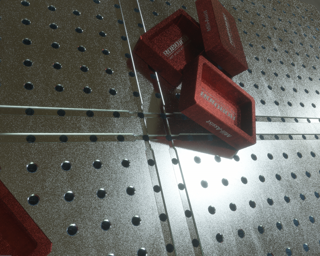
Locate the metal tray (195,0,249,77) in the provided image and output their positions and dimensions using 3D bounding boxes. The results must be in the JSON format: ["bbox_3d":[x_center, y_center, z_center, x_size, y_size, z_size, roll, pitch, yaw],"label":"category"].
[{"bbox_3d":[0.108,-0.164,0.545,0.090,0.030,0.130,25,49,-42],"label":"metal tray"}]

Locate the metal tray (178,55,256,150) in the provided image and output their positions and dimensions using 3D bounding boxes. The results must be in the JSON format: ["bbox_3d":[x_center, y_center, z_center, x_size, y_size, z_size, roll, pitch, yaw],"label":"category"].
[{"bbox_3d":[0.088,-0.035,0.453,0.131,0.030,0.090,31,50,-28],"label":"metal tray"}]

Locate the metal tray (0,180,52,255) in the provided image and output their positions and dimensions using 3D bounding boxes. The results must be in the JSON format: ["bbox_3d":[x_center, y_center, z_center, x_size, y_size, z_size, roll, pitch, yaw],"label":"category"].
[{"bbox_3d":[-0.169,0.085,0.261,0.130,0.030,0.091,48,51,5],"label":"metal tray"}]

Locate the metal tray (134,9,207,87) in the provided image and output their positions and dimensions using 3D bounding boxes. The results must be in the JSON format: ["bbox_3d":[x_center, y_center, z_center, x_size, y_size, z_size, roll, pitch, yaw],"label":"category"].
[{"bbox_3d":[0.030,-0.134,0.504,0.090,0.030,0.131,42,51,0],"label":"metal tray"}]
